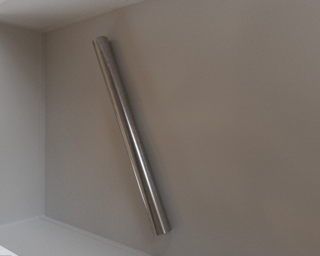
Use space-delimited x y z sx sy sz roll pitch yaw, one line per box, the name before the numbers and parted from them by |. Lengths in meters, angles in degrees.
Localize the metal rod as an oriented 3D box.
metal rod | -0.044 0.001 0.441 0.025 0.025 0.299 -31 71 35
